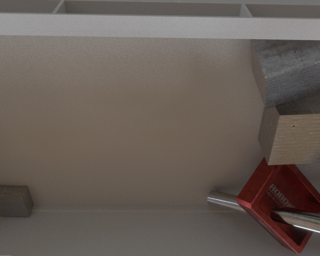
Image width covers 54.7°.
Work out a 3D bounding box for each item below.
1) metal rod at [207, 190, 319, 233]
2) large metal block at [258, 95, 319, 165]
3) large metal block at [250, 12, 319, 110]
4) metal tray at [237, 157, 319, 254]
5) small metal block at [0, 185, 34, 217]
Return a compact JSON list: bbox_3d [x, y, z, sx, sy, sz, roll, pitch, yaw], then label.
[{"bbox_3d":[0.205,0.126,0.418,0.300,0.025,0.025,6,138,36],"label":"metal rod"},{"bbox_3d":[0.177,0.000,0.393,0.081,0.050,0.079,-2,128,1],"label":"large metal block"},{"bbox_3d":[0.141,-0.066,0.317,0.080,0.050,0.080,-16,158,13],"label":"large metal block"},{"bbox_3d":[0.179,0.108,0.445,0.130,0.030,0.090,44,75,-22],"label":"metal tray"},{"bbox_3d":[-0.241,0.119,0.507,0.050,0.025,0.050,2,130,-3],"label":"small metal block"}]
